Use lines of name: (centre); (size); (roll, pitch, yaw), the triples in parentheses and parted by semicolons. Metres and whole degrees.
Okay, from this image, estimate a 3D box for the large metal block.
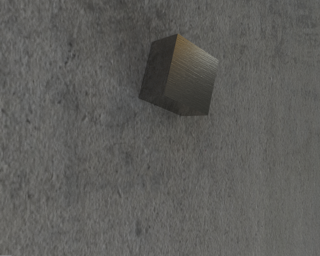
large metal block: (0.027, -0.066, 0.413); (0.080, 0.050, 0.080); (20, 77, -39)
